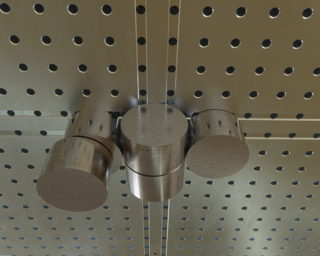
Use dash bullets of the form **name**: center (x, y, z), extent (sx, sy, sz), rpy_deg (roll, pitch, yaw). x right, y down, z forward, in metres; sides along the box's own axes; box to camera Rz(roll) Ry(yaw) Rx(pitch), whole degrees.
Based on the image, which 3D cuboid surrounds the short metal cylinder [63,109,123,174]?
- **short metal cylinder**: center (-0.088, 0.021, 0.412), extent (0.081, 0.050, 0.079), rpy_deg (0, 130, 0)

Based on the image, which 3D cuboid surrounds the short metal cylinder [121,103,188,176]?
- **short metal cylinder**: center (-0.007, 0.013, 0.387), extent (0.081, 0.080, 0.050), rpy_deg (1, 131, -1)

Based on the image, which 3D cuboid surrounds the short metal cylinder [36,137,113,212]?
- **short metal cylinder**: center (-0.101, 0.057, 0.375), extent (0.081, 0.050, 0.079), rpy_deg (0, 130, 0)

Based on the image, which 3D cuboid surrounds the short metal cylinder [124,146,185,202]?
- **short metal cylinder**: center (-0.006, 0.052, 0.419), extent (0.080, 0.080, 0.050), rpy_deg (-1, 130, 0)

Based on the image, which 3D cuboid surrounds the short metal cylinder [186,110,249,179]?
- **short metal cylinder**: center (0.073, 0.022, 0.414), extent (0.081, 0.050, 0.079), rpy_deg (0, 130, 0)
